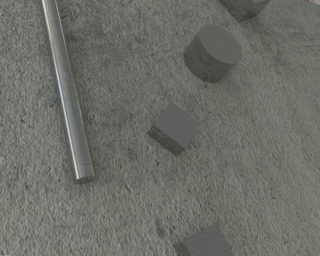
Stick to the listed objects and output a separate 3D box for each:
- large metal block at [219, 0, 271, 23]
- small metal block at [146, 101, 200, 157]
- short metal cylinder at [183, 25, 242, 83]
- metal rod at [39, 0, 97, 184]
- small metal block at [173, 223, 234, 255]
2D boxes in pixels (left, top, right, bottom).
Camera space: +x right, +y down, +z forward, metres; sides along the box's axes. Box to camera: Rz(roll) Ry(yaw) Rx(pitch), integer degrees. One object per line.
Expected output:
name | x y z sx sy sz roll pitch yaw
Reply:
large metal block | 0.176 -0.277 0.651 0.081 0.050 0.080 -31 79 -38
small metal block | 0.018 0.001 0.413 0.050 0.025 0.050 38 51 -3
short metal cylinder | 0.086 -0.121 0.508 0.081 0.050 0.080 14 56 -21
metal rod | -0.122 -0.076 0.384 0.025 0.025 0.299 -4 64 -30
small metal block | 0.051 0.142 0.345 0.050 0.025 0.050 -15 70 -34
